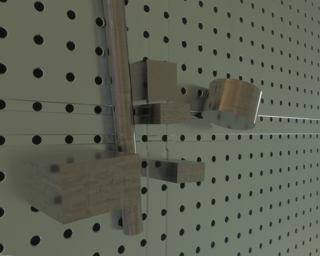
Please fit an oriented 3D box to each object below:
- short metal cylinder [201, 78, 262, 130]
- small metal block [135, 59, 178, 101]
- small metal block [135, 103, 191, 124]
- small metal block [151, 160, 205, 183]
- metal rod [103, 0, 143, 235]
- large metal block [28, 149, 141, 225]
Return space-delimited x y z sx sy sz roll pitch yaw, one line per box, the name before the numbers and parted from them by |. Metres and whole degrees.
short metal cylinder | 0.108 -0.034 0.466 0.080 0.080 0.050 27 73 -37
small metal block | -0.004 -0.061 0.407 0.050 0.025 0.050 -3 92 -40
small metal block | 0.004 -0.018 0.398 0.050 0.050 0.025 -3 92 -40
small metal block | 0.024 0.057 0.416 0.050 0.050 0.025 5 87 -40
metal rod | -0.044 -0.021 0.373 0.025 0.025 0.298 -8 95 -40
large metal block | -0.076 0.052 0.311 0.081 0.080 0.050 -4 93 -40
